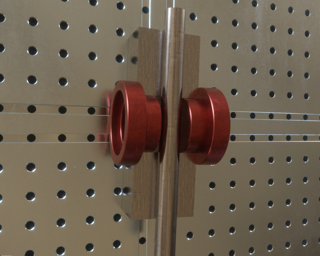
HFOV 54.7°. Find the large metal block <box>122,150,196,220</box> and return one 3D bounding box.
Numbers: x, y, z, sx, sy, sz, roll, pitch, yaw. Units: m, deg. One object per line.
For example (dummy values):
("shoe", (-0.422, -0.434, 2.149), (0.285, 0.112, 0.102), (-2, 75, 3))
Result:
("large metal block", (-0.002, 0.069, 0.398), (0.081, 0.050, 0.080), (3, 89, -20))

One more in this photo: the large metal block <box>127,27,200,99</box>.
("large metal block", (0.003, -0.078, 0.400), (0.081, 0.050, 0.080), (2, 89, -20))

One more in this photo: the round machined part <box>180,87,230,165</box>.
("round machined part", (0.047, -0.002, 0.391), (0.042, 0.098, 0.097), (2, 90, -15))

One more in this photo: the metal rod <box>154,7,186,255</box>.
("metal rod", (0.011, 0.011, 0.363), (0.025, 0.025, 0.298), (3, 89, -20))

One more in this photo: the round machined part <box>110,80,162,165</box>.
("round machined part", (-0.029, -0.005, 0.362), (0.042, 0.098, 0.097), (2, 90, -20))
